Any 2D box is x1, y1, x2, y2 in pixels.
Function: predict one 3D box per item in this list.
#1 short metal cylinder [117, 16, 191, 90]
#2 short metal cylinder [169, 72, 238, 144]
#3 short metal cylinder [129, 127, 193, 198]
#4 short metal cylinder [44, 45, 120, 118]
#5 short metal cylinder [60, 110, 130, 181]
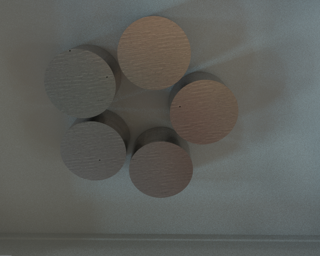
[{"bbox_3d":[-0.006,-0.089,0.363,0.081,0.050,0.079,0,110,0],"label":"short metal cylinder"},{"bbox_3d":[0.052,-0.026,0.387,0.081,0.050,0.079,0,110,0],"label":"short metal cylinder"},{"bbox_3d":[0.001,0.045,0.412,0.081,0.050,0.079,0,110,0],"label":"short metal cylinder"},{"bbox_3d":[-0.090,-0.057,0.374,0.081,0.050,0.079,0,110,0],"label":"short metal cylinder"},{"bbox_3d":[-0.082,0.021,0.403,0.081,0.050,0.079,0,110,0],"label":"short metal cylinder"}]
